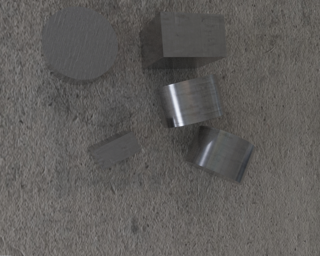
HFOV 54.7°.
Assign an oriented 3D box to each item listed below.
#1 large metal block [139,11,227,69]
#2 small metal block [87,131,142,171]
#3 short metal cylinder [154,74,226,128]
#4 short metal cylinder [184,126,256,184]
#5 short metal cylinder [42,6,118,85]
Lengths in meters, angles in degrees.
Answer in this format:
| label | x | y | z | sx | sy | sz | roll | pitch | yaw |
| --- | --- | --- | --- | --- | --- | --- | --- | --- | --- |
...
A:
| label | x | y | z | sx | sy | sz | roll | pitch | yaw |
| --- | --- | --- | --- | --- | --- | --- | --- | --- | --- |
| large metal block | 0.026 | -0.106 | 0.389 | 0.081 | 0.080 | 0.050 | -5 | 92 | -20 |
| small metal block | -0.056 | 0.025 | 0.375 | 0.050 | 0.050 | 0.025 | -27 | 99 | -18 |
| short metal cylinder | 0.038 | -0.034 | 0.394 | 0.081 | 0.080 | 0.050 | -16 | 96 | -19 |
| short metal cylinder | 0.078 | 0.036 | 0.409 | 0.080 | 0.080 | 0.050 | 26 | 82 | -18 |
| short metal cylinder | -0.094 | -0.093 | 0.361 | 0.081 | 0.050 | 0.079 | 0 | 90 | -20 |
